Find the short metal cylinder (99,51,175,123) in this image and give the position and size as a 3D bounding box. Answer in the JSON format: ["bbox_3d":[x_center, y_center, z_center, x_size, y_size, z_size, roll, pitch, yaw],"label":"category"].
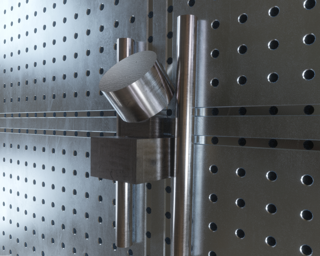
[{"bbox_3d":[-0.028,-0.052,0.388,0.080,0.050,0.080,-21,36,16],"label":"short metal cylinder"}]

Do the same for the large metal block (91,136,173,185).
[{"bbox_3d":[-0.031,0.036,0.396,0.080,0.081,0.050,1,91,40],"label":"large metal block"}]

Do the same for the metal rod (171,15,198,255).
[{"bbox_3d":[0.030,0.013,0.384,0.025,0.025,0.298,2,92,40],"label":"metal rod"}]

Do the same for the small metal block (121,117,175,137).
[{"bbox_3d":[-0.016,-0.001,0.406,0.050,0.050,0.025,2,92,39],"label":"small metal block"}]

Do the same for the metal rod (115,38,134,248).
[{"bbox_3d":[-0.051,0.021,0.452,0.025,0.025,0.298,1,91,40],"label":"metal rod"}]
